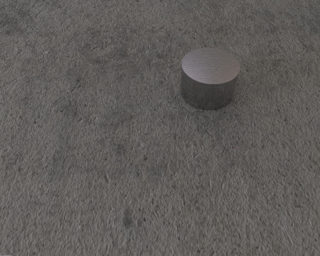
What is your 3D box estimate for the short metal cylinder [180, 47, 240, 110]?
[{"bbox_3d":[0.070,-0.072,0.448,0.080,0.050,0.080,0,50,0],"label":"short metal cylinder"}]
